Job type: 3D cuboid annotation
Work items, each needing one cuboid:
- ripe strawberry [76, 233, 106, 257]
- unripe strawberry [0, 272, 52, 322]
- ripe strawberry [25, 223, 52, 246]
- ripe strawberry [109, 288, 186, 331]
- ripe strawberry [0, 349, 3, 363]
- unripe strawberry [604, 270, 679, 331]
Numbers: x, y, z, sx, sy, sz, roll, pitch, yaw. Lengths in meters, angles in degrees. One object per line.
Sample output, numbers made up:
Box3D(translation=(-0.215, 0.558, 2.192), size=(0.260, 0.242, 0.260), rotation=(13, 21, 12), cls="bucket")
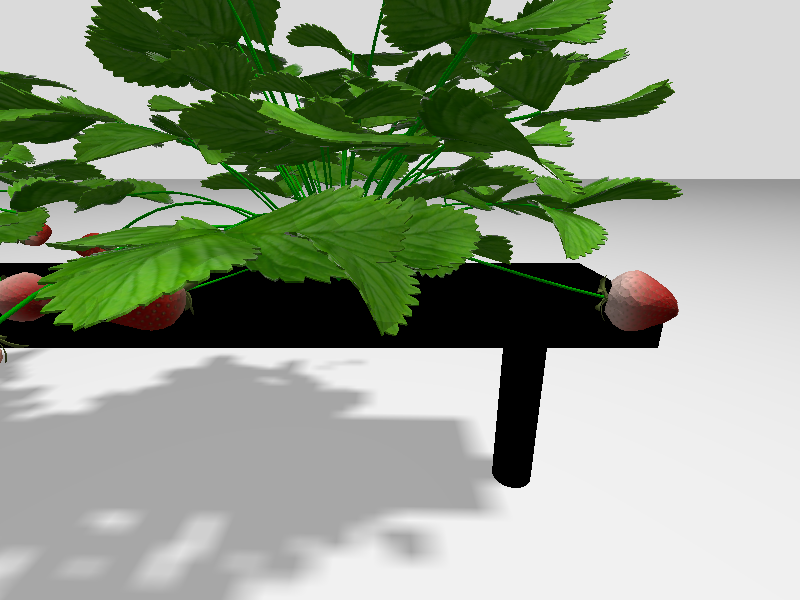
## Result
Box3D(translation=(-0.324, -0.055, 0.424), size=(0.031, 0.031, 0.034), rotation=(1, 18, 15), cls="ripe strawberry")
Box3D(translation=(-0.245, -0.001, 0.264), size=(0.034, 0.033, 0.031), rotation=(12, 21, 18), cls="unripe strawberry")
Box3D(translation=(-0.475, -0.089, 0.523), size=(0.034, 0.036, 0.037), rotation=(3, 18, 9), cls="ripe strawberry")
Box3D(translation=(-0.159, -0.001, 0.246), size=(0.046, 0.039, 0.046), rotation=(16, 25, 39), cls="ripe strawberry")
Box3D(translation=(-0.205, 0.025, 0.178), size=(0.039, 0.035, 0.035), rotation=(14, 41, 36), cls="ripe strawberry")
Box3D(translation=(0.150, 0.002, 0.249), size=(0.039, 0.038, 0.036), rotation=(11, 21, 27), cls="unripe strawberry")
